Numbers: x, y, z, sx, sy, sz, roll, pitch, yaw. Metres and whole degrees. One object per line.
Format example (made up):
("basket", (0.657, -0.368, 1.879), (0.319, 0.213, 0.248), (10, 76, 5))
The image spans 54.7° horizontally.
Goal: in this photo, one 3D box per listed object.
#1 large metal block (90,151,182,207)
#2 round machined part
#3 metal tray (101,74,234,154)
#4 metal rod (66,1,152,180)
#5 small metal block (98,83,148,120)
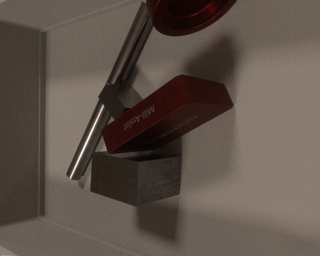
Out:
("large metal block", (-0.030, 0.058, 0.393), (0.080, 0.081, 0.050), (6, 94, 39))
("round machined part", (0.031, -0.147, 0.332), (0.098, 0.099, 0.042), (-33, 70, 35))
("metal tray", (0.007, -0.010, 0.357), (0.130, 0.091, 0.030), (-31, 71, 35))
("metal rod", (-0.079, -0.042, 0.469), (0.025, 0.025, 0.298), (42, 115, 31))
("small metal block", (-0.049, -0.034, 0.428), (0.050, 0.050, 0.025), (51, 120, 27))
